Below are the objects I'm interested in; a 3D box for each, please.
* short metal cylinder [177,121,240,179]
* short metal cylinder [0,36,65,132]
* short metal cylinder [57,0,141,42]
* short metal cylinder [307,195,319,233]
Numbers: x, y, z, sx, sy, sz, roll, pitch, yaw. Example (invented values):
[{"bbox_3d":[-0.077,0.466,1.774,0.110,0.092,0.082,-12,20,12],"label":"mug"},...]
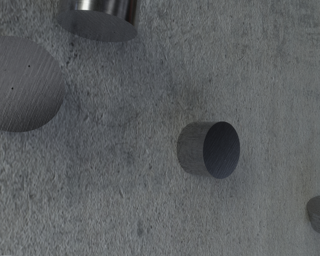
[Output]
[{"bbox_3d":[0.071,0.030,0.447,0.081,0.050,0.080,0,90,-40],"label":"short metal cylinder"},{"bbox_3d":[-0.134,-0.036,0.276,0.081,0.050,0.080,0,90,-40],"label":"short metal cylinder"},{"bbox_3d":[-0.061,-0.127,0.318,0.081,0.080,0.050,9,84,-40],"label":"short metal cylinder"},{"bbox_3d":[0.371,0.190,0.680,0.081,0.080,0.050,-30,109,-36],"label":"short metal cylinder"}]
